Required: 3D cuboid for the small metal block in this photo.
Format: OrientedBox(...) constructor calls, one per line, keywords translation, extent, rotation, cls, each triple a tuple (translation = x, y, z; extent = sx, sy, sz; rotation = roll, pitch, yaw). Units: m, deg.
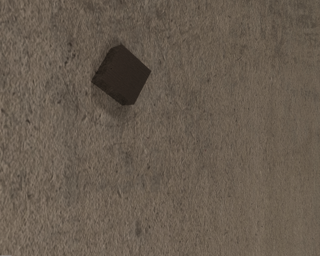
OrientedBox(translation=(-0.045, -0.062, 0.369), extent=(0.050, 0.025, 0.050), rotation=(38, 66, -34), cls="small metal block")
